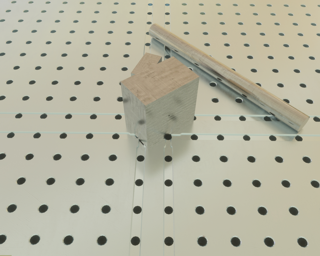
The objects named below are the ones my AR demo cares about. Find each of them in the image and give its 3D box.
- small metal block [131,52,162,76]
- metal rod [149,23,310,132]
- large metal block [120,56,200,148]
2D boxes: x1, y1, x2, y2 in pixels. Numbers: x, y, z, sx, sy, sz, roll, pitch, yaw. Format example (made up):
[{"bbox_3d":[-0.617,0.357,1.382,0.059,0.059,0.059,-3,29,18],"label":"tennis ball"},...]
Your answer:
[{"bbox_3d":[-0.019,-0.073,0.453,0.025,0.050,0.050,18,52,14],"label":"small metal block"},{"bbox_3d":[0.091,-0.090,0.484,0.025,0.025,0.300,-35,59,-26],"label":"metal rod"},{"bbox_3d":[0.000,-0.033,0.400,0.081,0.080,0.050,-31,57,-23],"label":"large metal block"}]
